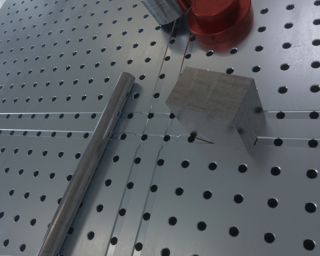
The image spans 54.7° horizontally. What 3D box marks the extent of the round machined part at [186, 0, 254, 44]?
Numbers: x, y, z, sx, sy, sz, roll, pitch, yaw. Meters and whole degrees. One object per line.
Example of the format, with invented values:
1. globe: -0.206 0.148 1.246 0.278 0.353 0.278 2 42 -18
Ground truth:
1. round machined part: 0.085 -0.176 0.461 0.098 0.042 0.098 -13 56 21

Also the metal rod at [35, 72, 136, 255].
1. metal rod: -0.100 0.051 0.429 0.025 0.025 0.300 7 65 31

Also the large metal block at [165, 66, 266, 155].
1. large metal block: 0.065 -0.019 0.351 0.080 0.080 0.050 18 72 35

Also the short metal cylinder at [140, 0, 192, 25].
1. short metal cylinder: 0.013 -0.217 0.506 0.080 0.050 0.080 -26 40 25
